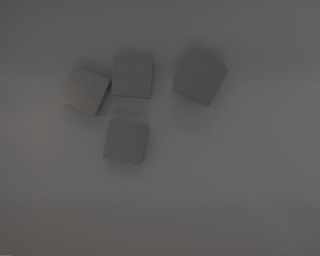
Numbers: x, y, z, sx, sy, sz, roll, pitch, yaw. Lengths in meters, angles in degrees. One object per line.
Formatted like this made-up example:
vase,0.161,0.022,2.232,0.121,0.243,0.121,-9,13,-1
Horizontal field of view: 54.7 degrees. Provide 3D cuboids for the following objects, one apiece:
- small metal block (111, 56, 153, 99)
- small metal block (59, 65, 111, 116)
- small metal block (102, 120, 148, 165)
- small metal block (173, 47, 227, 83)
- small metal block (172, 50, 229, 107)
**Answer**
small metal block,-0.036,-0.066,0.411,0.050,0.025,0.050,5,90,0
small metal block,-0.097,-0.049,0.410,0.050,0.025,0.050,24,90,0
small metal block,-0.045,0.019,0.411,0.050,0.025,0.050,11,90,0
small metal block,0.052,-0.071,0.412,0.050,0.025,0.050,29,90,0
small metal block,0.049,-0.060,0.387,0.050,0.025,0.050,28,90,0
